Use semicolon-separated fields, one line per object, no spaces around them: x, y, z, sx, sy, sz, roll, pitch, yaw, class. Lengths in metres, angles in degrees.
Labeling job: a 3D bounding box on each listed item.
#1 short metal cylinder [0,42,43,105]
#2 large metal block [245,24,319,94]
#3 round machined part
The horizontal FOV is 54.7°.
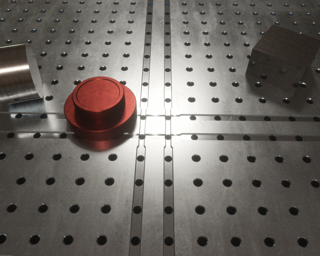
-0.201;-0.076;0.433;0.050;0.080;0.080;-13;51;-11;short metal cylinder
0.193;-0.110;0.487;0.080;0.050;0.080;28;55;21;large metal block
-0.081;-0.033;0.423;0.099;0.042;0.098;0;50;0;round machined part
